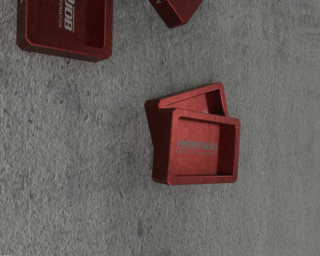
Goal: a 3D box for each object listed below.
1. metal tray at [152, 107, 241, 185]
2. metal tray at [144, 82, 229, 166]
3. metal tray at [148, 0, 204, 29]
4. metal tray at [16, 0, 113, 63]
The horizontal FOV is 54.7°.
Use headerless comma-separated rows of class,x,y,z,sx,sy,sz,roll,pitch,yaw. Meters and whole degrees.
metal tray,0.052,0.026,0.404,0.131,0.030,0.089,7,86,-40
metal tray,0.045,-0.009,0.438,0.131,0.030,0.089,-20,103,-38
metal tray,0.008,-0.211,0.407,0.130,0.030,0.090,47,62,-30
metal tray,-0.095,-0.140,0.320,0.091,0.030,0.129,1,89,-40
